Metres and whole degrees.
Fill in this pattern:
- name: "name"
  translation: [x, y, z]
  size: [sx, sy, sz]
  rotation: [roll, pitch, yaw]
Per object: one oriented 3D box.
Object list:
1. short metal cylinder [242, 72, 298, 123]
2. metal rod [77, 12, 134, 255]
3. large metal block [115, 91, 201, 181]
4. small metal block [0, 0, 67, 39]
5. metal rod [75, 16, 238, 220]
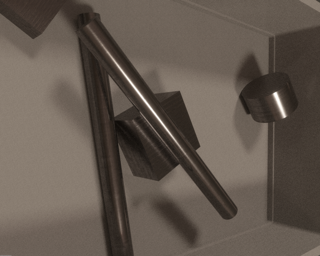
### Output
- name: "short metal cylinder"
  translation: [0.188, -0.053, 0.532]
  size: [0.080, 0.080, 0.050]
  rotation: [-46, 118, -30]
- name: "metal rod"
  translation: [-0.060, 0.023, 0.357]
  size: [0.025, 0.025, 0.298]
  rotation: [-12, 98, -40]
- name: "large metal block"
  translation: [-0.005, 0.008, 0.388]
  size: [0.081, 0.050, 0.080]
  rotation: [-35, 112, -35]
- name: "small metal block"
  translation: [-0.127, -0.125, 0.301]
  size: [0.050, 0.025, 0.050]
  rotation: [40, 66, -33]
- name: "metal rod"
  translation: [0.013, 0.009, 0.354]
  size: [0.300, 0.025, 0.025]
  rotation: [52, 59, -28]
